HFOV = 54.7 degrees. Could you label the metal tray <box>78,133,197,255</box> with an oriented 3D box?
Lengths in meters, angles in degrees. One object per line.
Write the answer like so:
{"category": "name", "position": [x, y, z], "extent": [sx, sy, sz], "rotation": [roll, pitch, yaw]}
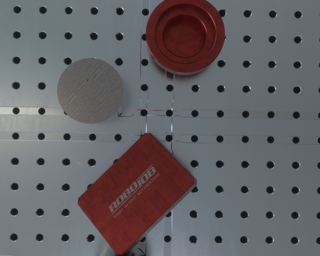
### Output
{"category": "metal tray", "position": [-0.029, 0.082, 0.396], "extent": [0.130, 0.030, 0.090], "rotation": [-44, 71, 0]}

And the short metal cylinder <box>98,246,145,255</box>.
{"category": "short metal cylinder", "position": [-0.053, 0.199, 0.401], "extent": [0.081, 0.050, 0.079], "rotation": [0, 90, 0]}

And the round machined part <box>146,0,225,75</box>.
{"category": "round machined part", "position": [0.032, -0.118, 0.405], "extent": [0.099, 0.042, 0.097], "rotation": [0, 90, 0]}

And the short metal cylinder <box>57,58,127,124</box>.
{"category": "short metal cylinder", "position": [-0.084, -0.045, 0.400], "extent": [0.081, 0.050, 0.079], "rotation": [0, 90, 0]}
